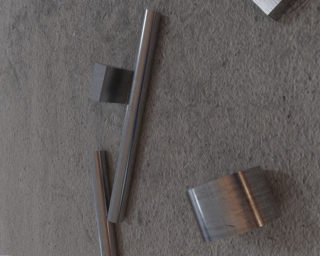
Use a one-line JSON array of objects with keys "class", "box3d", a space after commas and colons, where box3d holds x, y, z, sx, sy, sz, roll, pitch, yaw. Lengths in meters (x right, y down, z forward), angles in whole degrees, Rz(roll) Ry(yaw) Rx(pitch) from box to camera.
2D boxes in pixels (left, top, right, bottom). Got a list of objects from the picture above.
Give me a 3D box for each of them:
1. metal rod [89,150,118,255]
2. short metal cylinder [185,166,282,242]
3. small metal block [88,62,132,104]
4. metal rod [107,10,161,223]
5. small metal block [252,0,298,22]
[{"class": "metal rod", "box3d": [-0.078, 0.183, 0.469, 0.025, 0.025, 0.298, -14, 81, 39]}, {"class": "short metal cylinder", "box3d": [0.072, 0.075, 0.310, 0.080, 0.081, 0.050, -30, 71, 36]}, {"class": "small metal block", "box3d": [-0.071, -0.064, 0.447, 0.025, 0.050, 0.050, 24, 105, 37]}, {"class": "metal rod", "box3d": [-0.038, -0.010, 0.436, 0.025, 0.025, 0.298, 18, 101, 38]}, {"class": "small metal block", "box3d": [0.116, -0.145, 0.309, 0.050, 0.025, 0.050, -47, 62, 30]}]
